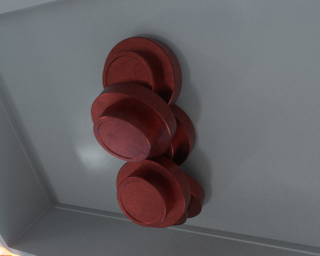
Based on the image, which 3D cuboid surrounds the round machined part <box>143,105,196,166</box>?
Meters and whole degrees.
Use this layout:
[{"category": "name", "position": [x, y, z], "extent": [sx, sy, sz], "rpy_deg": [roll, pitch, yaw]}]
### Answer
[{"category": "round machined part", "position": [-0.006, 0.014, 0.408], "extent": [0.098, 0.042, 0.097], "rpy_deg": [13, 123, 21]}]

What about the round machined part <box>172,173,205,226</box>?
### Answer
[{"category": "round machined part", "position": [0.010, 0.101, 0.435], "extent": [0.098, 0.042, 0.097], "rpy_deg": [15, 139, 14]}]

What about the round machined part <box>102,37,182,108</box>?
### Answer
[{"category": "round machined part", "position": [-0.027, -0.056, 0.362], "extent": [0.098, 0.042, 0.097], "rpy_deg": [7, 106, 26]}]

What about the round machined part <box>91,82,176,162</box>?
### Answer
[{"category": "round machined part", "position": [-0.035, 0.001, 0.348], "extent": [0.098, 0.042, 0.097], "rpy_deg": [15, 137, 15]}]

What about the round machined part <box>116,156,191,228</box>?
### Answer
[{"category": "round machined part", "position": [-0.015, 0.084, 0.389], "extent": [0.098, 0.042, 0.097], "rpy_deg": [9, 111, 25]}]
